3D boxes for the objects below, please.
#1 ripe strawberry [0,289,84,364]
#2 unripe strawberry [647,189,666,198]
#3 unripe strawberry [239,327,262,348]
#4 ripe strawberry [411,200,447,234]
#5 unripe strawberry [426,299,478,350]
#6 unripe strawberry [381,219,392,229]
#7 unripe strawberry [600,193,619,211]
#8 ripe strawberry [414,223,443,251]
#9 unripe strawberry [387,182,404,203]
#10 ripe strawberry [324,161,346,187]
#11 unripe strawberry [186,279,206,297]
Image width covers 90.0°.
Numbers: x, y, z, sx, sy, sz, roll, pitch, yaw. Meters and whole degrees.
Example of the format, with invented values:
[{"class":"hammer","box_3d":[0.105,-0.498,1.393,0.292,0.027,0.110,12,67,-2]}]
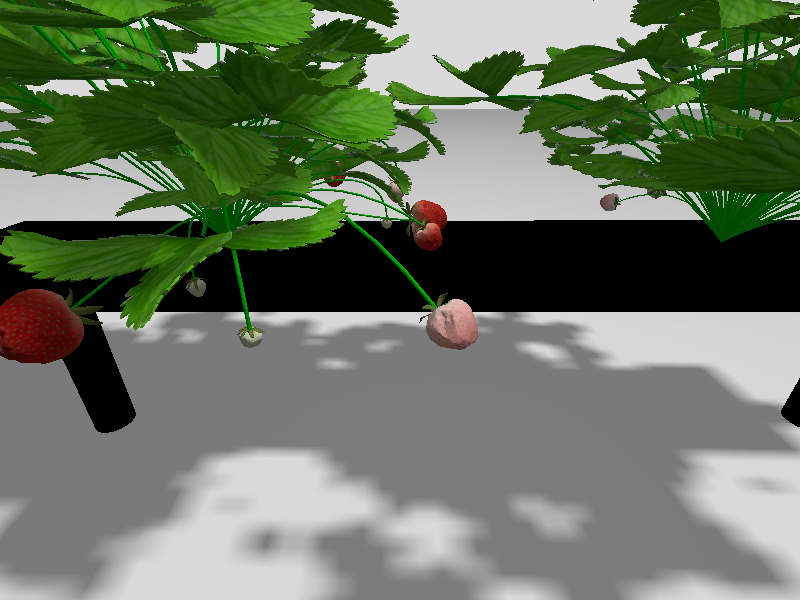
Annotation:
[{"class":"ripe strawberry","box_3d":[-0.178,0.014,0.194,0.032,0.036,0.035,3,28,6]},{"class":"unripe strawberry","box_3d":[0.326,-0.139,0.511,0.021,0.019,0.019,5,1,9]},{"class":"unripe strawberry","box_3d":[-0.074,0.019,0.200,0.011,0.010,0.010,-12,30,-21]},{"class":"ripe strawberry","box_3d":[0.026,-0.074,0.366,0.034,0.035,0.031,-1,27,-3]},{"class":"unripe strawberry","box_3d":[0.028,0.014,0.207,0.028,0.025,0.026,-26,58,-40]},{"class":"unripe strawberry","box_3d":[-0.012,-0.071,0.371,0.010,0.010,0.009,-2,27,-4]},{"class":"unripe strawberry","box_3d":[0.238,-0.112,0.456,0.017,0.020,0.019,-14,25,-25]},{"class":"ripe strawberry","box_3d":[0.025,-0.052,0.337,0.024,0.023,0.022,-30,19,22]},{"class":"unripe strawberry","box_3d":[-0.005,-0.133,0.494,0.021,0.025,0.025,-24,36,-39]},{"class":"ripe strawberry","box_3d":[-0.091,-0.179,0.571,0.031,0.035,0.033,7,10,13]},{"class":"unripe strawberry","box_3d":[-0.126,-0.007,0.248,0.011,0.011,0.010,-6,28,-12]}]
